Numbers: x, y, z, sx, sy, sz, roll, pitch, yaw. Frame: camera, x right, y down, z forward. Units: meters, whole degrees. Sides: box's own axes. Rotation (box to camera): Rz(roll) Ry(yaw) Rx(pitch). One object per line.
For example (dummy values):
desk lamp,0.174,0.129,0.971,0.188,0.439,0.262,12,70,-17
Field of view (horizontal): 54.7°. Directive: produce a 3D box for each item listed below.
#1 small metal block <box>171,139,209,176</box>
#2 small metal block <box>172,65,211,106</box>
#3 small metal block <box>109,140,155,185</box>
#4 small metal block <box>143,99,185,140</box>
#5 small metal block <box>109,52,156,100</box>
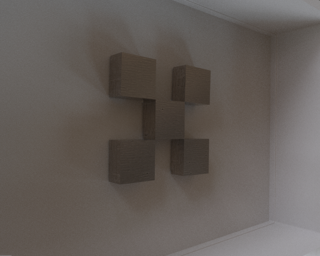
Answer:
small metal block,0.043,0.040,0.440,0.050,0.025,0.050,2,89,-40
small metal block,0.045,-0.059,0.441,0.050,0.025,0.050,3,88,-40
small metal block,-0.034,0.039,0.376,0.050,0.025,0.050,1,90,-40
small metal block,0.006,-0.010,0.408,0.050,0.025,0.050,1,90,-40
small metal block,-0.033,-0.061,0.376,0.050,0.025,0.050,2,89,-40
